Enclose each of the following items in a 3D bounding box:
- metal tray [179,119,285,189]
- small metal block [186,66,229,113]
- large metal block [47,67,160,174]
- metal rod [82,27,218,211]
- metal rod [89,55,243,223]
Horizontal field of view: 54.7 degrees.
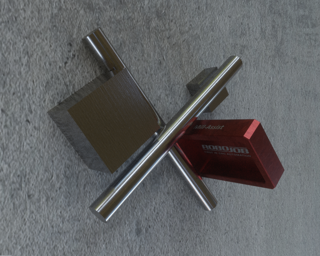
[{"bbox_3d":[0.084,0.032,0.410,0.030,0.130,0.090,-50,120,-28],"label":"metal tray"},{"bbox_3d":[0.073,-0.058,0.469,0.050,0.025,0.050,-43,116,-32],"label":"small metal block"},{"bbox_3d":[-0.059,-0.009,0.341,0.080,0.050,0.080,-44,117,-31],"label":"large metal block"},{"bbox_3d":[0.000,0.006,0.408,0.025,0.025,0.299,-50,120,-29],"label":"metal rod"},{"bbox_3d":[0.025,-0.005,0.396,0.301,0.025,0.025,-47,118,-30],"label":"metal rod"}]
